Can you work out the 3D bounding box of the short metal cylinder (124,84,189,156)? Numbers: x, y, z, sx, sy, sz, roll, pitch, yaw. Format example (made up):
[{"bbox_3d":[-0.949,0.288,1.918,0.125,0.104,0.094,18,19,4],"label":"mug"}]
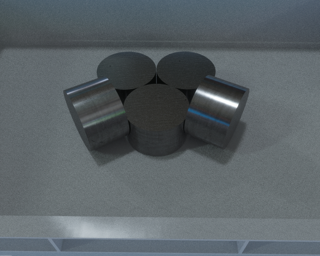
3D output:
[{"bbox_3d":[-0.004,-0.011,0.396,0.080,0.050,0.080,0,50,0],"label":"short metal cylinder"}]

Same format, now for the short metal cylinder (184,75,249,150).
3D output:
[{"bbox_3d":[0.071,-0.020,0.384,0.050,0.080,0.080,23,54,18],"label":"short metal cylinder"}]

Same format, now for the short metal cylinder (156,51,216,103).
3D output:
[{"bbox_3d":[0.035,-0.064,0.441,0.080,0.050,0.080,0,50,0],"label":"short metal cylinder"}]

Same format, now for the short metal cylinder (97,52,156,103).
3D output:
[{"bbox_3d":[-0.045,-0.064,0.440,0.080,0.050,0.080,0,50,0],"label":"short metal cylinder"}]

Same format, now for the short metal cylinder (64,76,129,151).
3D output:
[{"bbox_3d":[-0.079,-0.018,0.382,0.050,0.080,0.080,-24,54,-19],"label":"short metal cylinder"}]
